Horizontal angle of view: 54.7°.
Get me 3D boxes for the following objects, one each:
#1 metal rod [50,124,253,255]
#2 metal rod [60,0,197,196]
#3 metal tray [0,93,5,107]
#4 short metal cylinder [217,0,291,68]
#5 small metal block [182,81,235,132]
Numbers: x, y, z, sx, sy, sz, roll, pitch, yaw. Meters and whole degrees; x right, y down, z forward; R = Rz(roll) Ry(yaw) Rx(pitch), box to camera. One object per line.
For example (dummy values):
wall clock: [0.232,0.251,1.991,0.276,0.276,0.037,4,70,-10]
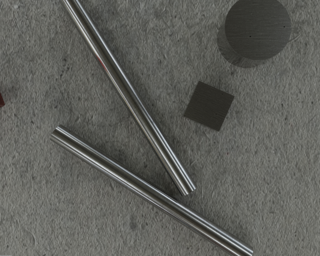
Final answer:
metal rod: [-0.011,0.087,0.409,0.301,0.025,0.025,33,90,0]
metal rod: [-0.041,-0.044,0.409,0.025,0.025,0.299,-32,90,0]
metal tray: [-0.274,-0.022,0.375,0.131,0.090,0.030,-20,90,0]
short metal cylinder: [0.118,-0.122,0.398,0.081,0.050,0.079,0,90,0]
small metal block: [0.063,-0.028,0.410,0.050,0.025,0.050,24,90,0]
